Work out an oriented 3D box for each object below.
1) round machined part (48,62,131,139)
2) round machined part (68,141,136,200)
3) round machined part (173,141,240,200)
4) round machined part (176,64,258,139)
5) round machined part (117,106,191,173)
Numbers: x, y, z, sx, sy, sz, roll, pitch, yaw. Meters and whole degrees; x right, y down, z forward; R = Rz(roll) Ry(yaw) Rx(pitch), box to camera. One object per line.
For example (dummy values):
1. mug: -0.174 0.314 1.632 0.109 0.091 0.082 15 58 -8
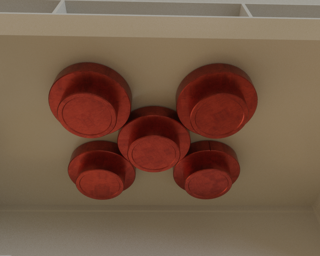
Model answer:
1. round machined part: -0.084 -0.026 0.373 0.099 0.042 0.097 -1 130 0
2. round machined part: -0.085 0.068 0.453 0.099 0.042 0.097 -1 130 0
3. round machined part: 0.069 0.068 0.455 0.099 0.042 0.097 -1 130 0
4. round machined part: 0.069 -0.025 0.376 0.099 0.042 0.097 -1 130 0
5. round machined part: -0.008 0.022 0.414 0.099 0.042 0.097 -1 130 0
